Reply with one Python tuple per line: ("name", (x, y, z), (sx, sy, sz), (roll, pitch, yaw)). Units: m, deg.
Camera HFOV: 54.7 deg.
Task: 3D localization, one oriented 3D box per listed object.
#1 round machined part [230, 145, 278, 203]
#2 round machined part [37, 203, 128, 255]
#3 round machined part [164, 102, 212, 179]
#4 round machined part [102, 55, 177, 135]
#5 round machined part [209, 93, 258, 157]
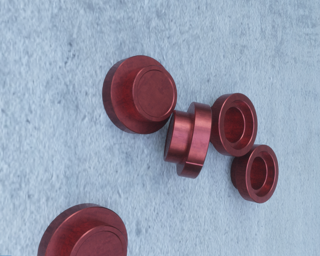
("round machined part", (0.158, 0.076, 0.530), (0.099, 0.042, 0.097), (0, 90, -40))
("round machined part", (-0.075, 0.134, 0.333), (0.099, 0.042, 0.097), (0, 90, -40))
("round machined part", (0.032, 0.014, 0.399), (0.042, 0.098, 0.098), (11, 81, -4))
("round machined part", (-0.017, -0.041, 0.381), (0.099, 0.042, 0.097), (0, 90, -40))
("round machined part", (0.108, -0.005, 0.487), (0.099, 0.042, 0.097), (0, 90, -40))
